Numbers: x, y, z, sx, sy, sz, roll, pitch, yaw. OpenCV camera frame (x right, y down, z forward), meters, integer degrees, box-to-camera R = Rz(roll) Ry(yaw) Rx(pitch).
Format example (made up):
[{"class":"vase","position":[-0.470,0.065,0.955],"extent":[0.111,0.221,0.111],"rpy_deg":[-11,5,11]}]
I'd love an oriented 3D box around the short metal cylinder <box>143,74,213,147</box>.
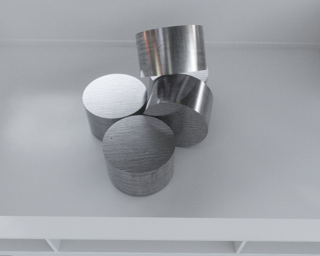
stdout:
[{"class":"short metal cylinder","position":[0.023,-0.021,0.386],"extent":[0.080,0.080,0.050],"rpy_deg":[10,51,8]}]

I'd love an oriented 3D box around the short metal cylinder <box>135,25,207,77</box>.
[{"class":"short metal cylinder","position":[0.014,-0.091,0.372],"extent":[0.080,0.050,0.080],"rpy_deg":[-7,10,1]}]

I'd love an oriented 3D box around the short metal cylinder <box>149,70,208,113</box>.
[{"class":"short metal cylinder","position":[0.025,-0.062,0.439],"extent":[0.081,0.050,0.080],"rpy_deg":[0,50,0]}]

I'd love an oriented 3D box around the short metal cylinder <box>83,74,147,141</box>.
[{"class":"short metal cylinder","position":[-0.056,-0.026,0.407],"extent":[0.081,0.050,0.080],"rpy_deg":[0,50,0]}]

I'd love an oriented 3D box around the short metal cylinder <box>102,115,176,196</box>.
[{"class":"short metal cylinder","position":[-0.023,0.031,0.359],"extent":[0.081,0.050,0.080],"rpy_deg":[0,50,0]}]
